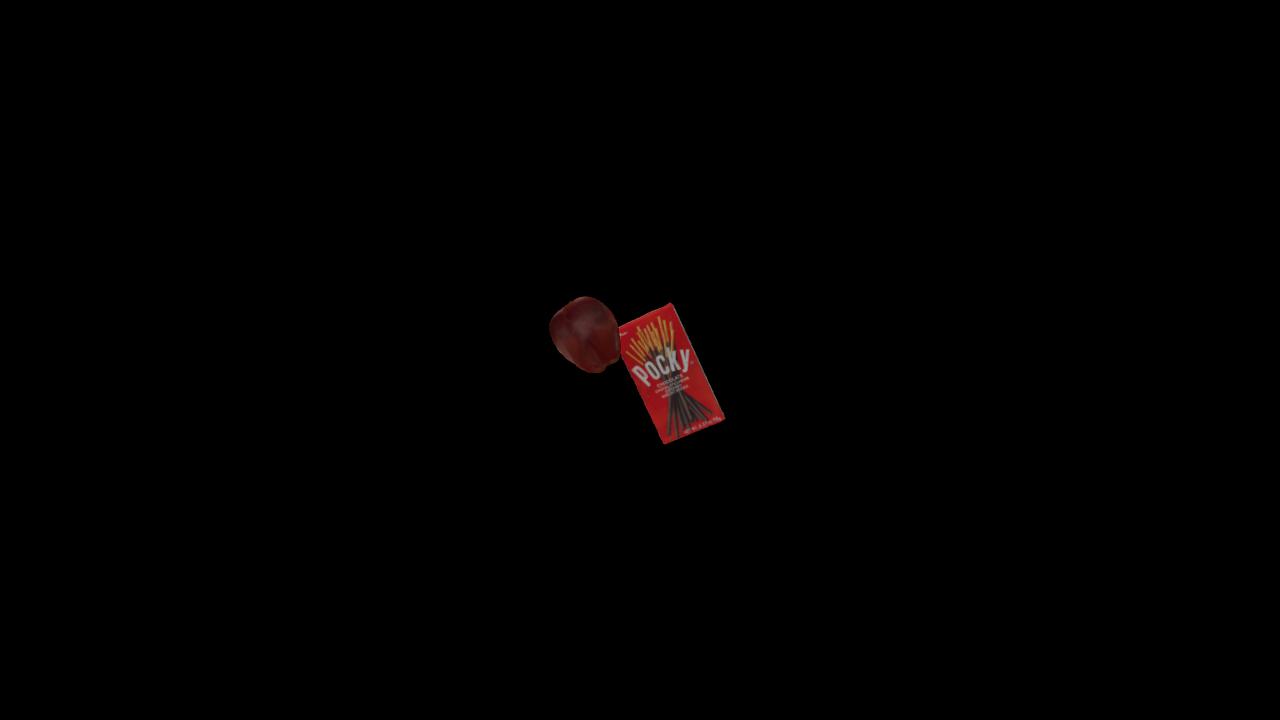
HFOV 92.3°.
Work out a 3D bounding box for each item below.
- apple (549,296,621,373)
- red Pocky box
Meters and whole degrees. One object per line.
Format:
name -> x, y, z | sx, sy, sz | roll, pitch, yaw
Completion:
apple -> -0.063, -0.032, 0.738 | 0.079, 0.093, 0.079 | -33, -8, -5
red Pocky box -> 0.034, 0.017, 0.741 | 0.083, 0.155, 0.028 | -25, 5, 11
